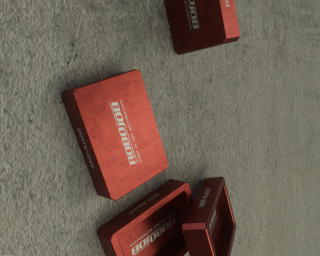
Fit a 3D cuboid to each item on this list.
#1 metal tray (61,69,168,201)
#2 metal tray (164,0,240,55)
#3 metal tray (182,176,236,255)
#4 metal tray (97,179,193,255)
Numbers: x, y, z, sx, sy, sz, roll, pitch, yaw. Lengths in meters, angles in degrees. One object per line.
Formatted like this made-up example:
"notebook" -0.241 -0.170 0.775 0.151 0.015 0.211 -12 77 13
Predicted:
"metal tray" -0.048 0.006 0.361 0.091 0.030 0.129 -27 107 -37
"metal tray" 0.048 -0.168 0.401 0.030 0.090 0.129 -21 104 -38
"metal tray" 0.072 0.135 0.423 0.131 0.030 0.089 -41 118 -63
"metal tray" -0.006 0.135 0.396 0.131 0.030 0.089 -28 107 -37
